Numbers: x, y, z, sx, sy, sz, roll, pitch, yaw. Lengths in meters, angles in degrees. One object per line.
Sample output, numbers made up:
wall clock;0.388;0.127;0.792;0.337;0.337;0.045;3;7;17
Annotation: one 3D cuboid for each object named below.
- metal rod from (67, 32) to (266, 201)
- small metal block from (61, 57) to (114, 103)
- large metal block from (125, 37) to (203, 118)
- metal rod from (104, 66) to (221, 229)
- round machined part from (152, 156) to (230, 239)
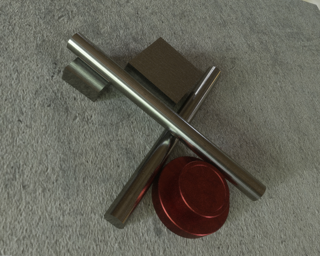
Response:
metal rod;0.009;-0.013;0.387;0.300;0.025;0.025;40;51;-2
small metal block;-0.089;-0.069;0.401;0.050;0.025;0.050;37;51;-4
large metal block;0.000;-0.068;0.434;0.080;0.050;0.080;41;51;-1
metal rod;0.021;0.003;0.418;0.025;0.025;0.301;38;51;-3
round machined part;0.043;0.078;0.371;0.099;0.042;0.098;14;56;-21
